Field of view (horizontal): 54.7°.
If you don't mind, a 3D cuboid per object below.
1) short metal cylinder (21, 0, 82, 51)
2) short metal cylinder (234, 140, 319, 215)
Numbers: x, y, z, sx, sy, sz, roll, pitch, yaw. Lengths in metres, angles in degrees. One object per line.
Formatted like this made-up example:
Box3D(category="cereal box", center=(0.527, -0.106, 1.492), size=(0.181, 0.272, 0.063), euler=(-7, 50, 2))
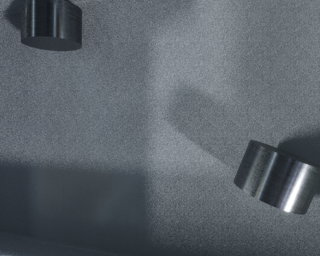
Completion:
Box3D(category="short metal cylinder", center=(-0.151, -0.142, 0.435), size=(0.080, 0.080, 0.050), euler=(1, 91, 20))
Box3D(category="short metal cylinder", center=(0.128, 0.051, 0.336), size=(0.080, 0.080, 0.050), euler=(23, 98, 18))
